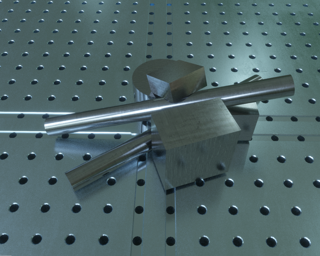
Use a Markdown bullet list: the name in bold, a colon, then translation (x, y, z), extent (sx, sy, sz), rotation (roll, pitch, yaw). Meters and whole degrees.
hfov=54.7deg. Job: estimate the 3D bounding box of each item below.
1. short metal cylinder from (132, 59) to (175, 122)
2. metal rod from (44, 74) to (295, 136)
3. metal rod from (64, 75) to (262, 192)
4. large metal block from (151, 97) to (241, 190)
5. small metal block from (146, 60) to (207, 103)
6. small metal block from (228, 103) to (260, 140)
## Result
- **short metal cylinder**: translation (0.003, -0.051, 0.430), extent (0.081, 0.050, 0.080), rotation (0, 49, 0)
- **metal rod**: translation (0.004, -0.025, 0.378), extent (0.301, 0.025, 0.025), rotation (-9, 50, 9)
- **metal rod**: translation (0.022, -0.003, 0.407), extent (0.302, 0.025, 0.025), rotation (-28, 55, -22)
- **large metal block**: translation (0.036, 0.019, 0.350), extent (0.081, 0.080, 0.050), rotation (-14, 52, -12)
- **small metal block**: translation (0.020, -0.058, 0.376), extent (0.050, 0.025, 0.050), rotation (-29, 33, -22)
- **small metal block**: translation (0.094, -0.009, 0.395), extent (0.050, 0.050, 0.025), rotation (-1, 50, 1)
